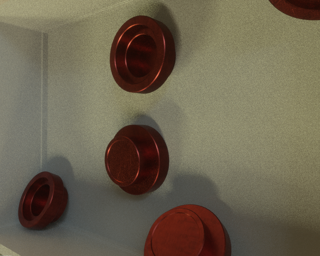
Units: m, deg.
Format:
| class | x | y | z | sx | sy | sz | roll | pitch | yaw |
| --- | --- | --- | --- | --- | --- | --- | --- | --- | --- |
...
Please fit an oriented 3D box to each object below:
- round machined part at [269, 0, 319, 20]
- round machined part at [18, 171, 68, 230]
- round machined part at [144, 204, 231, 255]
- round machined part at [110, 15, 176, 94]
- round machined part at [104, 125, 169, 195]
| class | x | y | z | sx | sy | sz | roll | pitch | yaw |
| --- | --- | --- | --- | --- | --- | --- | --- | --- | --- |
| round machined part | 0.137 | -0.143 | 0.257 | 0.098 | 0.098 | 0.042 | -9 | 51 | 39 |
| round machined part | -0.202 | 0.130 | 0.548 | 0.098 | 0.042 | 0.098 | -21 | 53 | 31 |
| round machined part | 0.025 | 0.129 | 0.342 | 0.098 | 0.042 | 0.098 | -19 | 43 | 19 |
| round machined part | -0.018 | -0.094 | 0.411 | 0.098 | 0.042 | 0.097 | 0 | 90 | 40 |
| round machined part | -0.039 | 0.044 | 0.428 | 0.098 | 0.042 | 0.097 | 0 | 90 | 40 |
